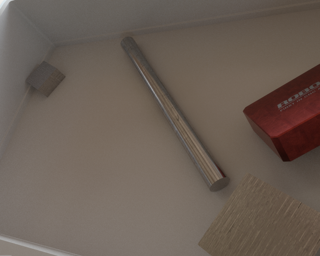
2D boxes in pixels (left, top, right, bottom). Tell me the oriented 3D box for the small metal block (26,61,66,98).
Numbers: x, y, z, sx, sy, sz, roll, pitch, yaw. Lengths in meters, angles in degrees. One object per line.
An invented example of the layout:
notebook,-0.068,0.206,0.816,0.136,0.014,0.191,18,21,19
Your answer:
small metal block,-0.210,-0.091,0.569,0.050,0.025,0.050,31,78,37

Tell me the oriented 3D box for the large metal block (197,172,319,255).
large metal block,0.095,0.100,0.278,0.080,0.050,0.080,30,78,37

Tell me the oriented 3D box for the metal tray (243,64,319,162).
metal tray,0.158,-0.027,0.307,0.130,0.030,0.090,-31,19,8

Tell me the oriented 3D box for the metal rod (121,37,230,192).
metal rod,0.005,-0.040,0.426,0.025,0.025,0.300,-34,52,5
